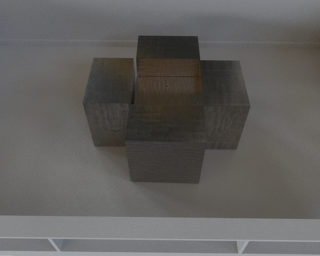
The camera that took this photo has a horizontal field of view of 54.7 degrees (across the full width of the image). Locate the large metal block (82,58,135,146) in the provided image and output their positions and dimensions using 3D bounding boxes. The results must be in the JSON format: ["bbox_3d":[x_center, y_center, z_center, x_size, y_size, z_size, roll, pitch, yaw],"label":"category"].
[{"bbox_3d":[-0.059,-0.032,0.395,0.050,0.080,0.080,1,50,1],"label":"large metal block"}]

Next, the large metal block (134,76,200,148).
[{"bbox_3d":[0.009,-0.022,0.404,0.080,0.050,0.080,1,50,0],"label":"large metal block"}]

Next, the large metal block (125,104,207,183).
[{"bbox_3d":[0.006,0.020,0.351,0.080,0.080,0.050,1,50,1],"label":"large metal block"}]

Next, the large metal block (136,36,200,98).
[{"bbox_3d":[0.011,-0.081,0.435,0.080,0.080,0.050,1,50,0],"label":"large metal block"}]

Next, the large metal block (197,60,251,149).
[{"bbox_3d":[0.074,-0.029,0.393,0.050,0.080,0.080,1,50,1],"label":"large metal block"}]
